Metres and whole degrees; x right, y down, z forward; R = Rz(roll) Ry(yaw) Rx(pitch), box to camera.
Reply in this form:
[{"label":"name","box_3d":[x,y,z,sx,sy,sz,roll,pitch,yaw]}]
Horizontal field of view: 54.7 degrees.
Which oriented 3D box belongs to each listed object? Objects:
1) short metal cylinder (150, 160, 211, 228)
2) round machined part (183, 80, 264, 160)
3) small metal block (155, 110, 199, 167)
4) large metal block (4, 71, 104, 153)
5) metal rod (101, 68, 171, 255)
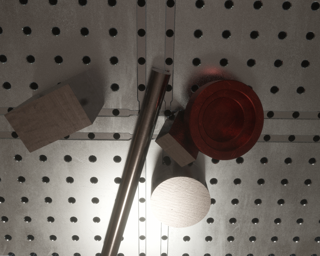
[{"label":"short metal cylinder","box_3d":[0.027,0.091,0.434,0.081,0.050,0.079,0,110,-1]},{"label":"round machined part","box_3d":[0.076,-0.011,0.391,0.099,0.042,0.097,-2,97,-15]},{"label":"small metal block","box_3d":[0.027,0.013,0.402,0.050,0.050,0.025,45,129,-15]},{"label":"large metal block","box_3d":[-0.122,-0.023,0.374,0.080,0.080,0.050,-24,109,8]},{"label":"metal rod","box_3d":[-0.039,0.064,0.436,0.025,0.025,0.298,15,109,-6]}]
